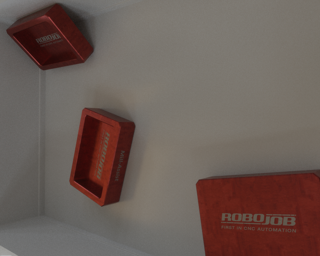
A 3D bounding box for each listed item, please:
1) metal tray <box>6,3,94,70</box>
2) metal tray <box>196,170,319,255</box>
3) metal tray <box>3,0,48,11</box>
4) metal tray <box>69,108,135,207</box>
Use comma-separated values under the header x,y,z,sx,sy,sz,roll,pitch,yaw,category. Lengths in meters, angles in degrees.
x,y,z,sx,sy,sz,roll,pitch,yaw,category
-0.184,-0.145,0.514,0.130,0.090,0.030,1,50,39,metal tray
0.104,0.093,0.317,0.130,0.030,0.089,-12,83,39,metal tray
-0.270,-0.285,0.625,0.130,0.030,0.089,18,102,38,metal tray
-0.091,0.042,0.476,0.090,0.030,0.129,21,103,37,metal tray
